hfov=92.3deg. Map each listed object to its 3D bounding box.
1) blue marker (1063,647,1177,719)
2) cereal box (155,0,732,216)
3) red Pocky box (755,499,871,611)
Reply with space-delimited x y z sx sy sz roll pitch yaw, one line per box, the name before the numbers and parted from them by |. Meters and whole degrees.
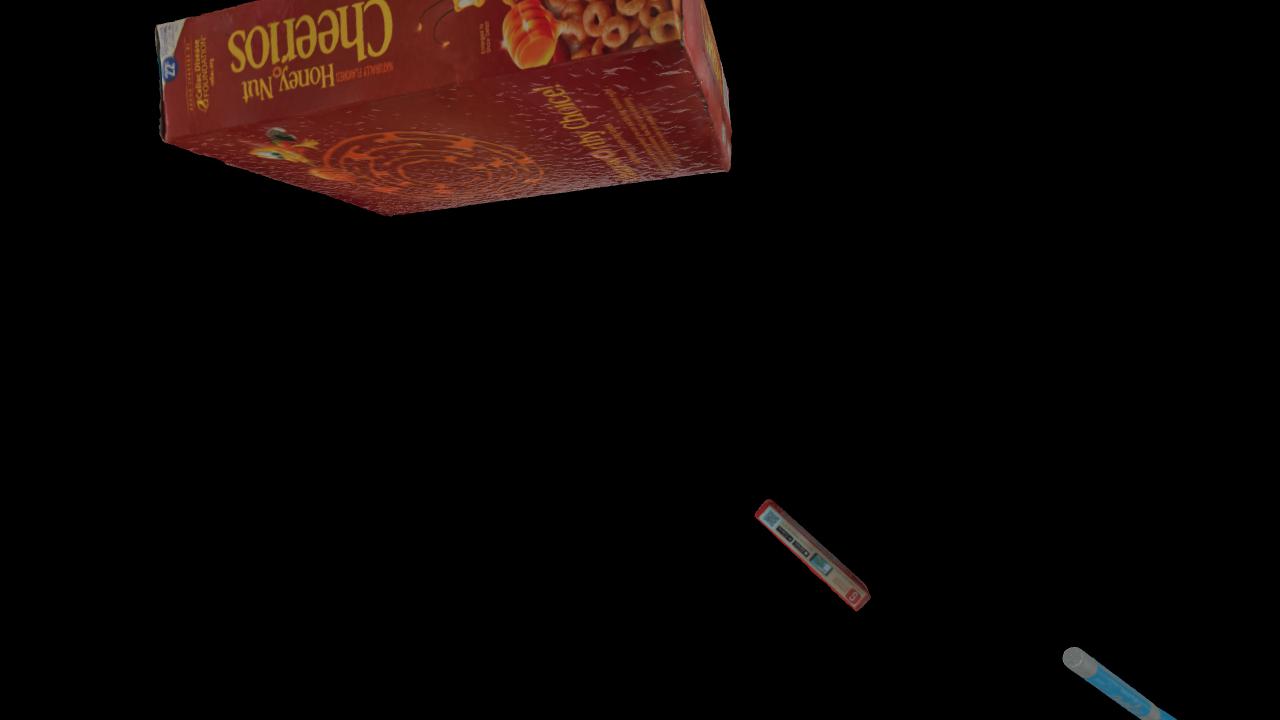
blue marker | 0.400 0.277 0.508 0.121 0.020 0.020 36 -6 -9
cereal box | -0.103 -0.166 0.402 0.306 0.081 0.203 -3 0 15
red Pocky box | 0.208 0.233 0.750 0.155 0.028 0.083 42 3 19
